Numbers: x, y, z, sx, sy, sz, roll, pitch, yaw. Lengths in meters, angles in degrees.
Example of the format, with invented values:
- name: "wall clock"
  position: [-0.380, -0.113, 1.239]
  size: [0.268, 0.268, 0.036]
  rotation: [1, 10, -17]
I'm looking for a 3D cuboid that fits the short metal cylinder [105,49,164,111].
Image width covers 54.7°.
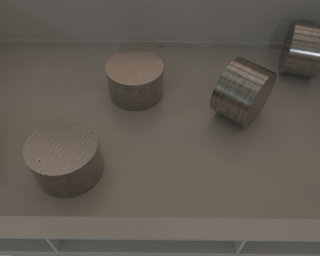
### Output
- name: "short metal cylinder"
  position: [-0.035, -0.070, 0.447]
  size: [0.081, 0.050, 0.080]
  rotation: [0, 50, 0]

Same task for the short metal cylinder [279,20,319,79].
- name: "short metal cylinder"
  position: [0.219, -0.119, 0.472]
  size: [0.050, 0.080, 0.080]
  rotation: [13, 51, 10]

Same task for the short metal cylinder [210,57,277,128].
- name: "short metal cylinder"
  position: [0.111, -0.047, 0.410]
  size: [0.050, 0.080, 0.080]
  rotation: [33, 57, 24]

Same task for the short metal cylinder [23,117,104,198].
- name: "short metal cylinder"
  position: [-0.109, 0.034, 0.359]
  size: [0.081, 0.050, 0.080]
  rotation: [0, 50, 0]
